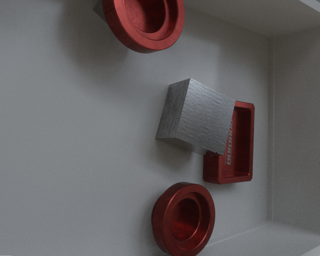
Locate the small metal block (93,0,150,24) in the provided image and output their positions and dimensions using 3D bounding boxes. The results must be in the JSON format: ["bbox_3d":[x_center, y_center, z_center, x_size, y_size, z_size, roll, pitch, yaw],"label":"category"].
[{"bbox_3d":[-0.043,-0.145,0.371,0.050,0.025,0.050,40,66,-33],"label":"small metal block"}]

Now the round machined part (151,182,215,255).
[{"bbox_3d":[0.027,0.122,0.421,0.099,0.042,0.097,0,90,-40],"label":"round machined part"}]

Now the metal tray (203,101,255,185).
[{"bbox_3d":[0.113,0.022,0.500,0.091,0.030,0.129,4,88,-40],"label":"metal tray"}]

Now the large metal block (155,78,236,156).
[{"bbox_3d":[0.049,-0.012,0.425,0.080,0.050,0.080,21,76,-28],"label":"large metal block"}]

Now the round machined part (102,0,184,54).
[{"bbox_3d":[-0.022,-0.132,0.346,0.099,0.042,0.097,-1,91,-40],"label":"round machined part"}]
